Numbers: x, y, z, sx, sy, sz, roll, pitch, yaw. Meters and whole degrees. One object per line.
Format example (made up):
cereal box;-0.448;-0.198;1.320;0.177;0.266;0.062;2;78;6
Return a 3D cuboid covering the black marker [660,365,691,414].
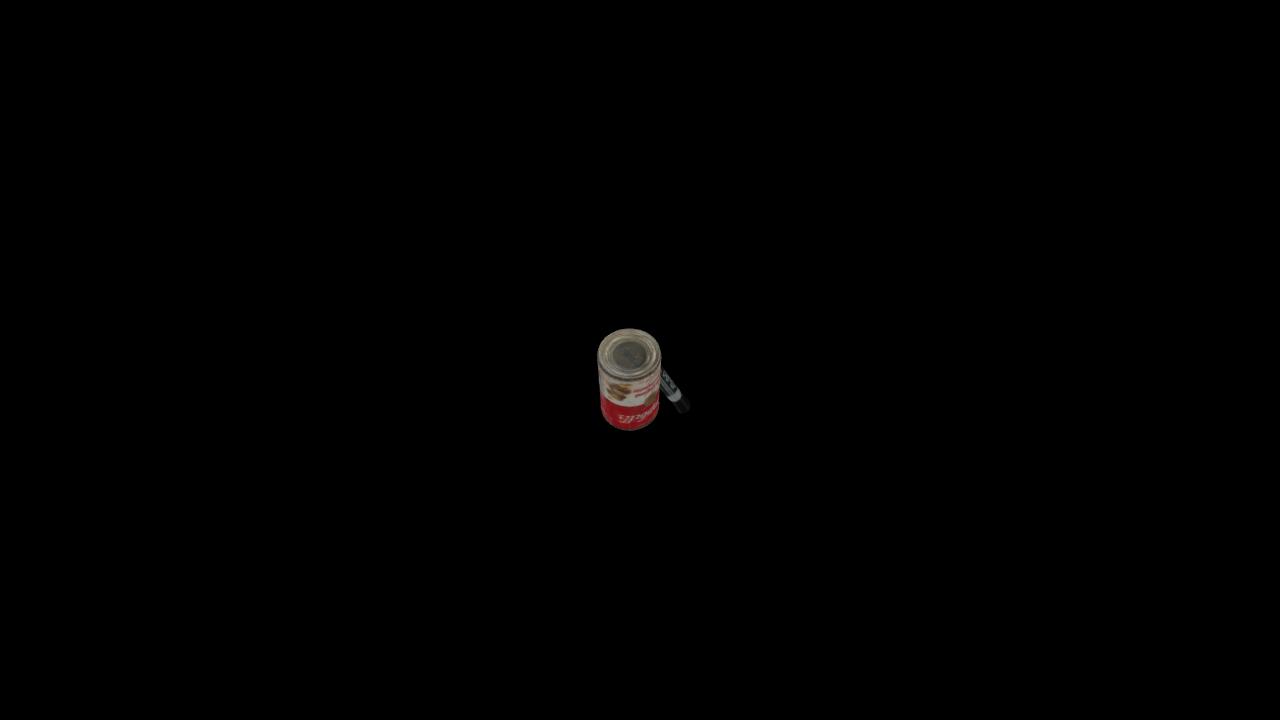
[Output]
black marker;0.027;0.024;0.704;0.020;0.020;0.121;0;-36;36

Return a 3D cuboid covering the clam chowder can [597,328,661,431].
clam chowder can;-0.011;0.022;0.663;0.068;0.068;0.102;0;-37;0
